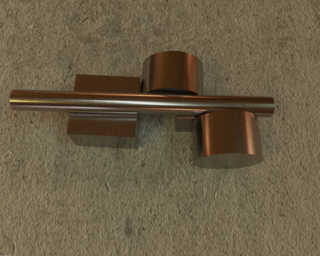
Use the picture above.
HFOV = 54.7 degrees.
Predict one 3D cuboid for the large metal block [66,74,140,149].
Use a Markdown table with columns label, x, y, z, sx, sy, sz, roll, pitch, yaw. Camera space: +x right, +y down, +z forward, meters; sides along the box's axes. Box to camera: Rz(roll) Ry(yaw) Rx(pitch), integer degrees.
| label | x | y | z | sx | sy | sz | roll | pitch | yaw |
| --- | --- | --- | --- | --- | --- | --- | --- | --- | --- |
| large metal block | -0.067 | -0.020 | 0.399 | 0.081 | 0.050 | 0.080 | 3 | 70 | 1 |

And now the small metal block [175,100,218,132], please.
| label | x | y | z | sx | sy | sz | roll | pitch | yaw |
| --- | --- | --- | --- | --- | --- | --- | --- | --- | --- |
| small metal block | 0.046 | -0.015 | 0.401 | 0.050 | 0.050 | 0.025 | 1 | 70 | 0 |

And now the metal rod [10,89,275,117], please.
| label | x | y | z | sx | sy | sz | roll | pitch | yaw |
| --- | --- | --- | --- | --- | --- | --- | --- | --- | --- |
| metal rod | -0.019 | -0.029 | 0.365 | 0.302 | 0.025 | 0.025 | 1 | 70 | -1 |

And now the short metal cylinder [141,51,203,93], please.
| label | x | y | z | sx | sy | sz | roll | pitch | yaw |
| --- | --- | --- | --- | --- | --- | --- | --- | --- | --- |
| short metal cylinder | 0.016 | -0.056 | 0.402 | 0.081 | 0.080 | 0.050 | 2 | 70 | 0 |

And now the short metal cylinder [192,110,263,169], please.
| label | x | y | z | sx | sy | sz | roll | pitch | yaw |
| --- | --- | --- | --- | --- | --- | --- | --- | --- | --- |
| short metal cylinder | 0.080 | 0.017 | 0.374 | 0.081 | 0.080 | 0.050 | 0 | 70 | -1 |
